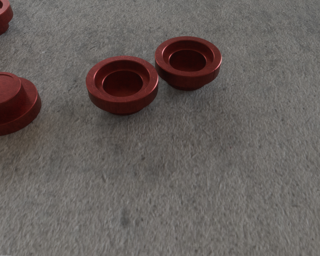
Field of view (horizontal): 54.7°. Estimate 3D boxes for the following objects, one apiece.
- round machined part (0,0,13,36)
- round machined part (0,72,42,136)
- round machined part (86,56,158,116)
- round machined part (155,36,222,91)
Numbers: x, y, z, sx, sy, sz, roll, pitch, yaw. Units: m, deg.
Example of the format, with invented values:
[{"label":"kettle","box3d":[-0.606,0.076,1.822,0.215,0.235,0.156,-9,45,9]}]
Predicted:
[{"label":"round machined part","box3d":[-0.313,-0.195,0.552,0.099,0.042,0.098,0,50,0]},{"label":"round machined part","box3d":[-0.219,-0.039,0.422,0.099,0.042,0.098,0,50,0]},{"label":"round machined part","box3d":[-0.052,-0.056,0.438,0.099,0.042,0.098,0,50,0]},{"label":"round machined part","box3d":[0.042,-0.094,0.472,0.099,0.042,0.098,0,50,0]}]
